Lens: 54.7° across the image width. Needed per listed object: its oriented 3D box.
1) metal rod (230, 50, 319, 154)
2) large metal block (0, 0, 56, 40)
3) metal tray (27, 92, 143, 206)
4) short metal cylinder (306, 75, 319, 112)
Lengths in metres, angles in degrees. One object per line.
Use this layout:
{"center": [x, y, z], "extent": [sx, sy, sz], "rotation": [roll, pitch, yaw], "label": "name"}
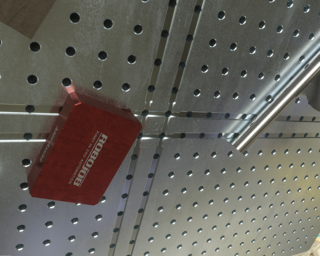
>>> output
{"center": [0.225, -0.076, 0.489], "extent": [0.300, 0.025, 0.025], "rotation": [-47, 130, 5], "label": "metal rod"}
{"center": [-0.107, -0.126, 0.240], "extent": [0.050, 0.080, 0.080], "rotation": [29, 102, -38], "label": "large metal block"}
{"center": [-0.092, 0.031, 0.378], "extent": [0.091, 0.030, 0.129], "rotation": [20, 108, -36], "label": "metal tray"}
{"center": [0.287, -0.061, 0.498], "extent": [0.050, 0.080, 0.079], "rotation": [5, 116, -31], "label": "short metal cylinder"}
